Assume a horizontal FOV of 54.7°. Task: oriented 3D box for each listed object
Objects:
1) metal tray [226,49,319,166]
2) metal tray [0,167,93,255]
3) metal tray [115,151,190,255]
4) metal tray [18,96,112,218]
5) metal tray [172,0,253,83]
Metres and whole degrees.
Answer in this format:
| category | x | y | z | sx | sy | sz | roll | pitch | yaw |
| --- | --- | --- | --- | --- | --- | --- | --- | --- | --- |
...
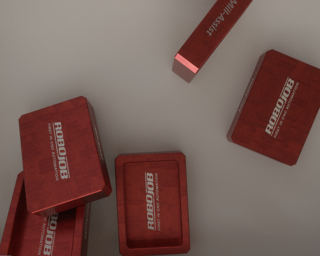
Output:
| category | x | y | z | sx | sy | sz | roll | pitch | yaw |
| --- | --- | --- | --- | --- | --- | --- | --- | --- | --- |
| metal tray | 0.156 | -0.026 | 0.410 | 0.090 | 0.030 | 0.129 | 23 | 90 | 0 |
| metal tray | -0.133 | 0.112 | 0.371 | 0.091 | 0.030 | 0.130 | -4 | 53 | 0 |
| metal tray | -0.009 | 0.097 | 0.408 | 0.091 | 0.030 | 0.129 | -3 | 90 | 0 |
| metal tray | -0.118 | 0.032 | 0.381 | 0.090 | 0.030 | 0.130 | -18 | 64 | 0 |
| metal tray | 0.067 | -0.120 | 0.379 | 0.030 | 0.090 | 0.130 | 38 | 90 | 0 |
